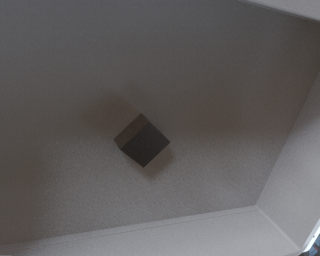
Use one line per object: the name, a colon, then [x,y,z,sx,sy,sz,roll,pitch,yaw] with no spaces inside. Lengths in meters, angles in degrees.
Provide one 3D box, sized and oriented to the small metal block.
small metal block: [-0.023,0.017,0.408,0.050,0.025,0.050,-44,130,2]
